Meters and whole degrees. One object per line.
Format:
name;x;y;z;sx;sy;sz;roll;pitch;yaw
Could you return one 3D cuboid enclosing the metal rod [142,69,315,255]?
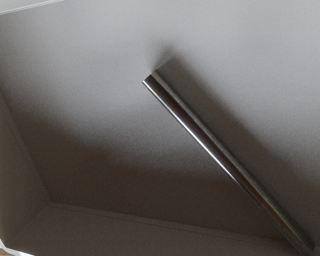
metal rod;0.089;0.046;0.389;0.300;0.025;0.025;47;129;-6
